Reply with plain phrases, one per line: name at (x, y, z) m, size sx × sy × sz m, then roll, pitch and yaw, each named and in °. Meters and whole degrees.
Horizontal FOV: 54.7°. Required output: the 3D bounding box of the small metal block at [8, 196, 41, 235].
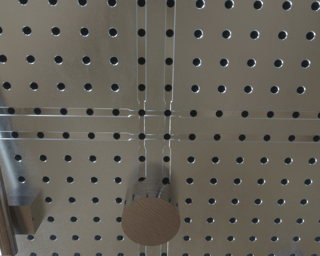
small metal block at (-0.209, 0.129, 0.458) m, size 0.050 × 0.025 × 0.050 m, roll 0°, pitch 110°, yaw -1°

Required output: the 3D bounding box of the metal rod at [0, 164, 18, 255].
metal rod at (-0.227, 0.035, 0.406) m, size 0.025 × 0.025 × 0.298 m, roll -4°, pitch 104°, yaw 1°

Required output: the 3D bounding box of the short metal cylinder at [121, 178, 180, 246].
short metal cylinder at (-0.013, 0.120, 0.444) m, size 0.081 × 0.050 × 0.079 m, roll 0°, pitch 110°, yaw -1°
